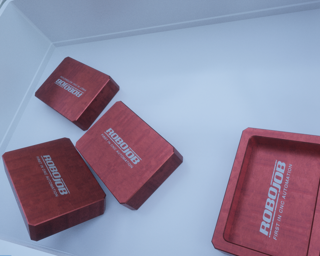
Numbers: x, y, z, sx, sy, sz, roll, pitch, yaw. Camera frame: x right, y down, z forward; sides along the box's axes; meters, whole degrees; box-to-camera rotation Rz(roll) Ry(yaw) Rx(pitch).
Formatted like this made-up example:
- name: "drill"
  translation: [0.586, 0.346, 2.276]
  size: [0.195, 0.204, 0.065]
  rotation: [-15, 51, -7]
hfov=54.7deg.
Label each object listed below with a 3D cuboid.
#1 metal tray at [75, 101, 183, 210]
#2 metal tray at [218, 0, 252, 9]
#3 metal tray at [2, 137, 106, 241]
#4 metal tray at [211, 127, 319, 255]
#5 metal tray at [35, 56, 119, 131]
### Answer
- name: "metal tray"
  translation: [-0.045, 0.031, 0.406]
  size: [0.090, 0.030, 0.130]
  rotation: [-46, 52, -5]
- name: "metal tray"
  translation: [0.082, -0.239, 0.442]
  size: [0.030, 0.130, 0.090]
  rotation: [-47, 50, -2]
- name: "metal tray"
  translation: [-0.138, 0.070, 0.397]
  size: [0.091, 0.030, 0.130]
  rotation: [-16, 43, -31]
- name: "metal tray"
  translation: [0.113, 0.067, 0.301]
  size: [0.090, 0.030, 0.130]
  rotation: [8, 66, 31]
- name: "metal tray"
  translation: [-0.139, -0.060, 0.510]
  size: [0.130, 0.030, 0.090]
  rotation: [29, 77, 37]
